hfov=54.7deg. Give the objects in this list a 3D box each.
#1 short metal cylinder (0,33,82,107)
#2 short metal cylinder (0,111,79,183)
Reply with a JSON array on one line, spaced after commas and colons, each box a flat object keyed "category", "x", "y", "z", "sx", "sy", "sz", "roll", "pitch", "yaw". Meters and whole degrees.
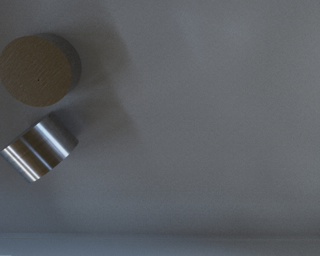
[{"category": "short metal cylinder", "x": -0.140, "y": -0.070, "z": 0.370, "sx": 0.081, "sy": 0.050, "sz": 0.079, "roll": 0, "pitch": 110, "yaw": -1}, {"category": "short metal cylinder", "x": -0.150, "y": 0.023, "z": 0.388, "sx": 0.080, "sy": 0.080, "sz": 0.050, "roll": -34, "pitch": 107, "yaw": 11}]
